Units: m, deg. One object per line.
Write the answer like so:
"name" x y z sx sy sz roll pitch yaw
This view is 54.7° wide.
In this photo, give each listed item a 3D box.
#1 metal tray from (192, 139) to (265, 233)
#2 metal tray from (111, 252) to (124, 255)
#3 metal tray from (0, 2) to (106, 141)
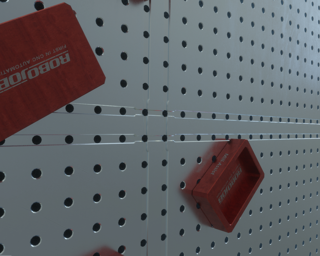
"metal tray" 0.116 0.091 0.506 0.131 0.030 0.090 -47 118 -30
"metal tray" -0.066 0.224 0.353 0.091 0.030 0.129 -12 98 -40
"metal tray" -0.127 -0.057 0.300 0.131 0.030 0.090 -38 113 -34
